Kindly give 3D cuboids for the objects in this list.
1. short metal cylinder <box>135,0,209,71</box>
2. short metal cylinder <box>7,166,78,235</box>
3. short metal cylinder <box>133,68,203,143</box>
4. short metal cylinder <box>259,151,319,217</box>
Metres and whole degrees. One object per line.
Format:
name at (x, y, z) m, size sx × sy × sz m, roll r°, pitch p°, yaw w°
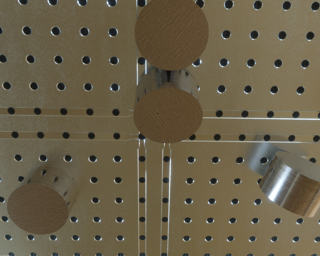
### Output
short metal cylinder at (0.013, -0.111, 0.359) m, size 0.081 × 0.050 × 0.079 m, roll 0°, pitch 110°, yaw -1°
short metal cylinder at (-0.163, 0.101, 0.435) m, size 0.081 × 0.050 × 0.079 m, roll 0°, pitch 110°, yaw -1°
short metal cylinder at (0.009, -0.027, 0.379) m, size 0.081 × 0.050 × 0.079 m, roll -1°, pitch 128°, yaw 0°
short metal cylinder at (0.182, 0.073, 0.414) m, size 0.080 × 0.080 × 0.050 m, roll 18°, pitch 109°, yaw -7°
